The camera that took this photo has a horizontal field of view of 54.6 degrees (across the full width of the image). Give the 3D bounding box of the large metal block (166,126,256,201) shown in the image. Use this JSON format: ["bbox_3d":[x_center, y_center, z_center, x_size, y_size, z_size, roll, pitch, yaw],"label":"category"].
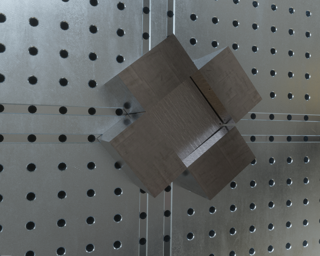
[{"bbox_3d":[0.061,0.041,0.407,0.080,0.080,0.050,-39,103,-16],"label":"large metal block"}]

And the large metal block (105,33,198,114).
[{"bbox_3d":[-0.014,-0.062,0.378,0.080,0.080,0.050,-40,103,-15],"label":"large metal block"}]

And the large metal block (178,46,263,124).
[{"bbox_3d":[0.073,-0.052,0.410,0.050,0.080,0.080,-41,103,-16],"label":"large metal block"}]

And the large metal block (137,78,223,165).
[{"bbox_3d":[0.020,-0.011,0.405,0.080,0.050,0.080,-40,101,-14],"label":"large metal block"}]

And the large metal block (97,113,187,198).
[{"bbox_3d":[-0.025,0.030,0.374,0.050,0.080,0.080,-41,103,-15],"label":"large metal block"}]
